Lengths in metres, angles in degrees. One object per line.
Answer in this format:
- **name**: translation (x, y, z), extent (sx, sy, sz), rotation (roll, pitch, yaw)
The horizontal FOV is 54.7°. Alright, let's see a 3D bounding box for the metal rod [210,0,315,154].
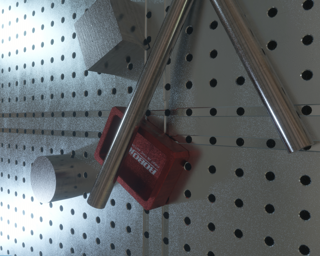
- **metal rod**: translation (0.083, -0.113, 0.339), extent (0.025, 0.025, 0.299), rotation (-33, 70, 35)

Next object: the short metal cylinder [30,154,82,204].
- **short metal cylinder**: translation (-0.181, 0.087, 0.539), extent (0.080, 0.050, 0.079), rotation (0, 90, 39)

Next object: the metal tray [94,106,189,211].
- **metal tray**: translation (-0.031, 0.038, 0.429), extent (0.130, 0.030, 0.089), rotation (37, 112, 33)

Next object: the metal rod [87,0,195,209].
- **metal rod**: translation (-0.025, -0.035, 0.395), extent (0.025, 0.025, 0.298), rotation (28, 97, 36)

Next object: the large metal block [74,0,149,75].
- **large metal block**: translation (-0.073, -0.135, 0.451), extent (0.080, 0.050, 0.080), rotation (-29, 72, 36)
